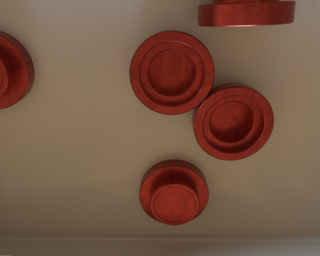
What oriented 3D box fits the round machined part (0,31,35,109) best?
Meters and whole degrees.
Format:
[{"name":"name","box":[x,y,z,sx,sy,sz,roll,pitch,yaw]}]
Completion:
[{"name":"round machined part","box":[-0.209,-0.068,0.375,0.099,0.042,0.097,0,110,0]}]

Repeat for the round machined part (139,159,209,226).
[{"name":"round machined part","box":[0.020,0.097,0.438,0.099,0.042,0.097,0,110,0]}]

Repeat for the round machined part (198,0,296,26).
[{"name":"round machined part","box":[0.089,-0.131,0.325,0.099,0.098,0.042,-2,110,1]}]

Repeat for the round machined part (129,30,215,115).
[{"name":"round machined part","box":[0.014,-0.068,0.377,0.099,0.042,0.097,0,110,0]}]

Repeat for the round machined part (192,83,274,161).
[{"name":"round machined part","box":[0.090,-0.011,0.398,0.099,0.042,0.097,-1,111,-1]}]
